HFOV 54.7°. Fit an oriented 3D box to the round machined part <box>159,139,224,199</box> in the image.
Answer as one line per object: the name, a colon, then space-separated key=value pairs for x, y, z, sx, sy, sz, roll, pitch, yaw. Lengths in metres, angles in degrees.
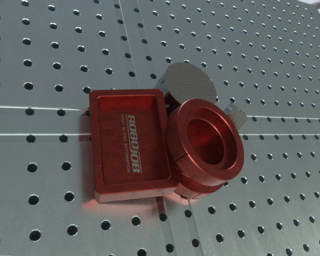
round machined part: x=0.048 y=0.038 z=0.401 sx=0.099 sy=0.042 sz=0.098 roll=14 pitch=56 yaw=-21

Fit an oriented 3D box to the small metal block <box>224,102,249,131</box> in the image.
small metal block: x=0.095 y=-0.007 z=0.437 sx=0.025 sy=0.050 sz=0.050 roll=40 pitch=16 yaw=-2

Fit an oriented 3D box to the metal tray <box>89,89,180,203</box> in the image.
metal tray: x=-0.034 y=0.016 z=0.364 sx=0.091 sy=0.030 sz=0.130 roll=-3 pitch=62 yaw=-14

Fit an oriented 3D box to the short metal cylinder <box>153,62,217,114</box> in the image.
short metal cylinder: x=0.032 y=-0.046 z=0.439 sx=0.081 sy=0.050 sz=0.080 roll=14 pitch=56 yaw=-21

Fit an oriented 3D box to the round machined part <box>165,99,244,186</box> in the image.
round machined part: x=0.045 y=0.019 z=0.350 sx=0.099 sy=0.042 sz=0.098 roll=21 pitch=52 yaw=-29
